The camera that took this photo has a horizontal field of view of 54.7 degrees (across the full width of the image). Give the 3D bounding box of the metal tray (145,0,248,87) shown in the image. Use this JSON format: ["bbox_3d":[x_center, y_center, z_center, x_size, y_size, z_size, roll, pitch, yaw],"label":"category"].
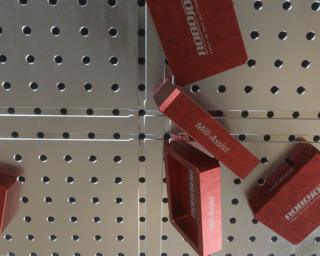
[{"bbox_3d":[0.041,-0.125,0.365,0.090,0.030,0.129,-20,109,6],"label":"metal tray"}]

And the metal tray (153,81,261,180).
[{"bbox_3d":[0.053,-0.001,0.377,0.130,0.090,0.030,40,97,-14],"label":"metal tray"}]

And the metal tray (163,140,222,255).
[{"bbox_3d":[0.042,0.091,0.410,0.030,0.090,0.129,-14,112,-23],"label":"metal tray"}]

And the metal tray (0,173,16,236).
[{"bbox_3d":[-0.283,0.099,0.443,0.131,0.030,0.089,15,109,-6],"label":"metal tray"}]

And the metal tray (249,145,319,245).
[{"bbox_3d":[0.207,0.099,0.450,0.090,0.030,0.130,36,106,-13],"label":"metal tray"}]
